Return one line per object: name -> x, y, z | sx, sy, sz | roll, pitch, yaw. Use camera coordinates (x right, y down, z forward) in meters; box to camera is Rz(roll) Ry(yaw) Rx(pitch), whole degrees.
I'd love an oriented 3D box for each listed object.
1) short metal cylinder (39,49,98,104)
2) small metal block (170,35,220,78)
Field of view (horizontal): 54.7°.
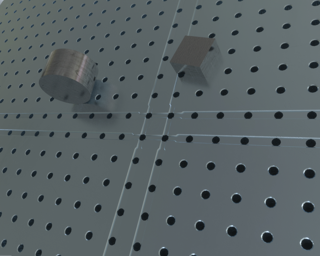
short metal cylinder -> -0.145, -0.081, 0.496 | 0.080, 0.080, 0.050 | -4, 60, 26
small metal block -> 0.050, -0.103, 0.444 | 0.050, 0.025, 0.050 | 18, 71, 34
